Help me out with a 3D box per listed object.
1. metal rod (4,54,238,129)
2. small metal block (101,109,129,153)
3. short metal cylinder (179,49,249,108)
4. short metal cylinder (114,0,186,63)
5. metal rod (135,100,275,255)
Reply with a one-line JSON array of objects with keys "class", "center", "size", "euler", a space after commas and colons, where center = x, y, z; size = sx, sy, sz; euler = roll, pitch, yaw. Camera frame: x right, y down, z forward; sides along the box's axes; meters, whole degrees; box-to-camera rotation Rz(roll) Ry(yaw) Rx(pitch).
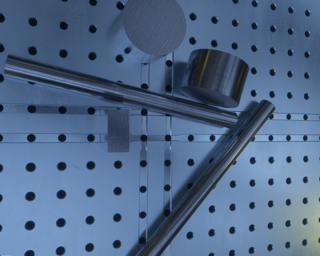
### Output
[{"class": "metal rod", "center": [-0.033, -0.041, 0.400], "size": [0.302, 0.025, 0.025], "euler": [12, 86, -20]}, {"class": "small metal block", "center": [-0.056, 0.003, 0.379], "size": [0.025, 0.050, 0.050], "euler": [0, 90, -20]}, {"class": "short metal cylinder", "center": [0.071, -0.063, 0.409], "size": [0.080, 0.080, 0.050], "euler": [20, 84, -19]}, {"class": "short metal cylinder", "center": [-0.014, -0.127, 0.394], "size": [0.081, 0.050, 0.079], "euler": [0, 90, -20]}, {"class": "metal rod", "center": [0.068, 0.074, 0.437], "size": [0.025, 0.025, 0.300], "euler": [45, 76, -15]}]
